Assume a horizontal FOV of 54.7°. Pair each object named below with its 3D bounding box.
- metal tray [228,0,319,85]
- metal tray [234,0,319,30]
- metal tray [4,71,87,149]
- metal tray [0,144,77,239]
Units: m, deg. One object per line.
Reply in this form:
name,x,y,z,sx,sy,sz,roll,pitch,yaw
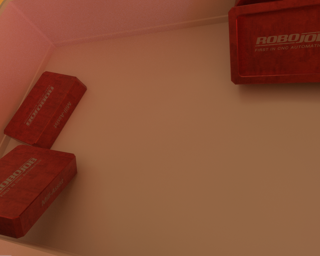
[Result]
metal tray,0.147,-0.097,0.350,0.130,0.030,0.089,2,107,29
metal tray,0.153,-0.166,0.342,0.091,0.129,0.030,20,66,-8
metal tray,-0.192,-0.031,0.519,0.090,0.030,0.130,15,69,33
metal tray,-0.175,0.071,0.388,0.090,0.030,0.130,9,28,11
